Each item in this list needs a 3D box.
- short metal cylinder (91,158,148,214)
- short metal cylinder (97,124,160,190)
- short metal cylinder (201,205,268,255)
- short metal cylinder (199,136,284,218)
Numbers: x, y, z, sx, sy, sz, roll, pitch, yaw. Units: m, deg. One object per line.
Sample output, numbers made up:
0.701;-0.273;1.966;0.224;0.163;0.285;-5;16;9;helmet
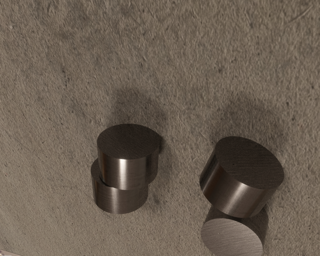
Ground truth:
-0.057;0.076;0.447;0.080;0.080;0.050;15;125;19;short metal cylinder
-0.042;0.036;0.414;0.080;0.080;0.050;16;125;18;short metal cylinder
0.102;0.136;0.420;0.080;0.050;0.079;13;124;20;short metal cylinder
0.092;0.055;0.356;0.080;0.080;0.050;27;128;11;short metal cylinder
